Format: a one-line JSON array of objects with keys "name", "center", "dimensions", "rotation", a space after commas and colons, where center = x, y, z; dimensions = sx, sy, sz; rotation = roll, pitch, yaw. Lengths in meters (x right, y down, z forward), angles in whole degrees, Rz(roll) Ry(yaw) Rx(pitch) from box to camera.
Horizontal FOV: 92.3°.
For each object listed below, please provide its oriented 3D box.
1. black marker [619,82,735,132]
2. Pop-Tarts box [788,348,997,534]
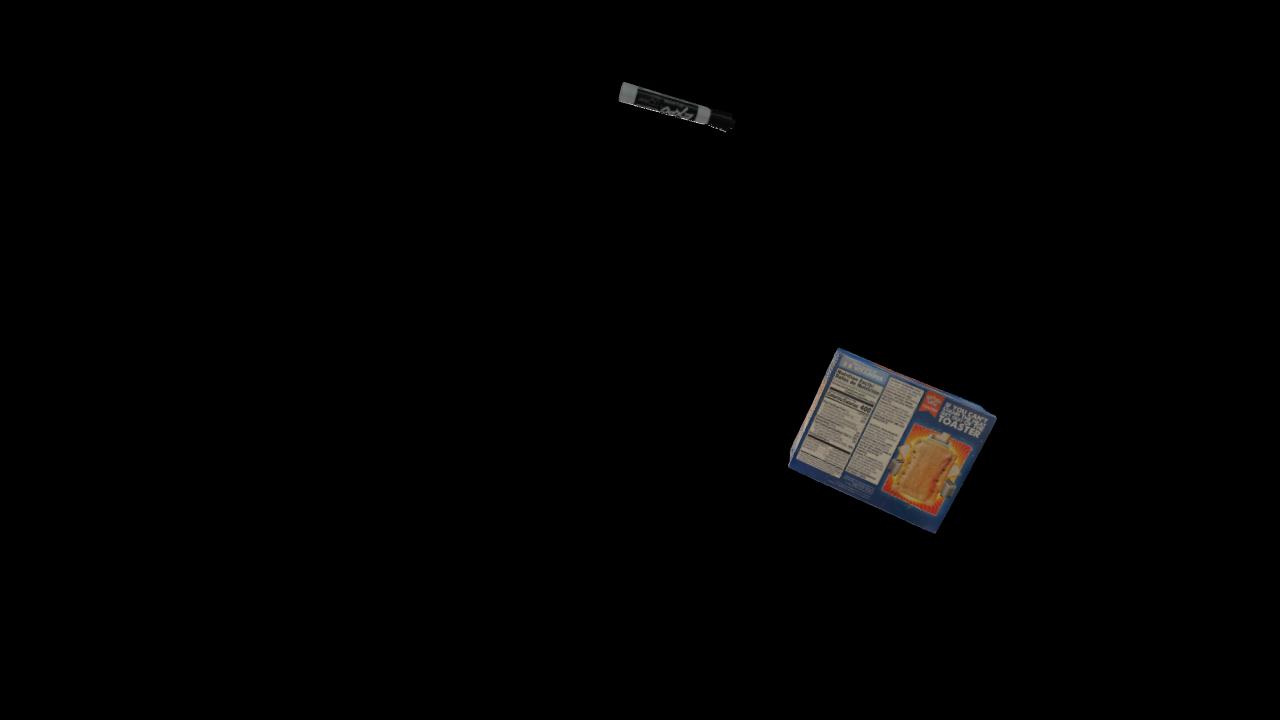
[{"name": "black marker", "center": [0.039, -0.254, 0.621], "dimensions": [0.121, 0.020, 0.020], "rotation": [11, -2, -11]}, {"name": "Pop-Tarts box", "center": [0.271, 0.084, 0.683], "dimensions": [0.167, 0.141, 0.083], "rotation": [23, 12, 10]}]
